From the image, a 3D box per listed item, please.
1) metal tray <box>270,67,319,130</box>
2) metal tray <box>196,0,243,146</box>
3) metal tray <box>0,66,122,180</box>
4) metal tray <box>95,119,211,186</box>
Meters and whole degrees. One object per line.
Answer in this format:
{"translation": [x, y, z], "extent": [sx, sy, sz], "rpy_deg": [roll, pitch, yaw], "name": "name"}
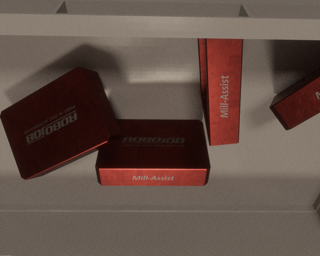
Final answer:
{"translation": [0.183, -0.052, 0.324], "extent": [0.130, 0.090, 0.030], "rpy_deg": [-36, 87, 26], "name": "metal tray"}
{"translation": [0.059, -0.057, 0.318], "extent": [0.030, 0.090, 0.129], "rpy_deg": [-6, 130, 5], "name": "metal tray"}
{"translation": [-0.119, -0.003, 0.366], "extent": [0.130, 0.030, 0.090], "rpy_deg": [-25, 83, 19], "name": "metal tray"}
{"translation": [-0.008, 0.028, 0.390], "extent": [0.131, 0.090, 0.030], "rpy_deg": [0, 130, -1], "name": "metal tray"}
